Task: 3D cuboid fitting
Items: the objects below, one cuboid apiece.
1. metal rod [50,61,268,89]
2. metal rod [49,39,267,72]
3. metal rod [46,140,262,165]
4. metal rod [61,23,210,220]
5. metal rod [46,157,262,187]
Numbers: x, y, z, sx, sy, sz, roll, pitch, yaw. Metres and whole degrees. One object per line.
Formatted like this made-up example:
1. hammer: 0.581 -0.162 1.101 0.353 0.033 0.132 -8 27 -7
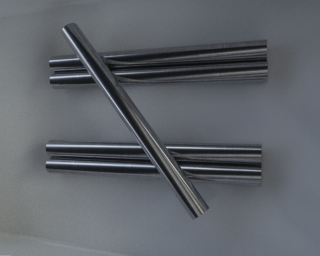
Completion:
1. metal rod: -0.015 -0.069 0.414 0.301 0.025 0.025 1 90 19
2. metal rod: -0.016 -0.093 0.414 0.301 0.025 0.025 1 90 19
3. metal rod: -0.021 0.031 0.416 0.301 0.025 0.025 0 90 19
4. metal rod: -0.038 -0.017 0.396 0.025 0.025 0.299 -40 78 16
5. metal rod: -0.022 0.056 0.416 0.301 0.025 0.025 0 90 19
